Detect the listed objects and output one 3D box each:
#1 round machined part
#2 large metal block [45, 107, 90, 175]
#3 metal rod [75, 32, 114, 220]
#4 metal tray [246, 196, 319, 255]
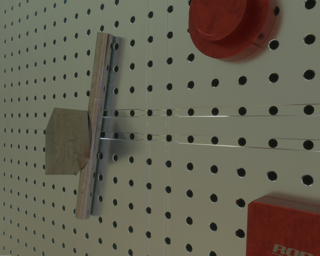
[{"bbox_3d":[0.071,-0.126,0.340,0.098,0.042,0.097,0,90,40],"label":"round machined part"},{"bbox_3d":[-0.149,0.024,0.491,0.080,0.050,0.080,-43,49,51],"label":"large metal block"},{"bbox_3d":[-0.107,0.001,0.497,0.025,0.025,0.298,15,99,39],"label":"metal rod"},{"bbox_3d":[0.147,0.120,0.285,0.130,0.030,0.089,3,92,40],"label":"metal tray"}]
